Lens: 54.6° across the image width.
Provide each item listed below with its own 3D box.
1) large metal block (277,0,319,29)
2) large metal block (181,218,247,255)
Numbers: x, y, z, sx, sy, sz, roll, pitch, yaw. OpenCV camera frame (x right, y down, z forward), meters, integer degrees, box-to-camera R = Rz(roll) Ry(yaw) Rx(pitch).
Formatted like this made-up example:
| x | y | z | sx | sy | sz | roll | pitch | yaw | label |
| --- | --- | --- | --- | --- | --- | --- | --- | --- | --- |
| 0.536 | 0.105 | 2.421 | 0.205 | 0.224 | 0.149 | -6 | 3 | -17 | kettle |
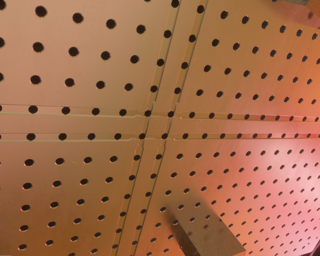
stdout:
| x | y | z | sx | sy | sz | roll | pitch | yaw | label |
| --- | --- | --- | --- | --- | --- | --- | --- | --- | --- |
| 0.213 | -0.180 | 0.399 | 0.080 | 0.050 | 0.080 | 17 | 109 | -35 | large metal block |
| 0.094 | 0.220 | 0.562 | 0.081 | 0.080 | 0.050 | -9 | 122 | -24 | large metal block |
